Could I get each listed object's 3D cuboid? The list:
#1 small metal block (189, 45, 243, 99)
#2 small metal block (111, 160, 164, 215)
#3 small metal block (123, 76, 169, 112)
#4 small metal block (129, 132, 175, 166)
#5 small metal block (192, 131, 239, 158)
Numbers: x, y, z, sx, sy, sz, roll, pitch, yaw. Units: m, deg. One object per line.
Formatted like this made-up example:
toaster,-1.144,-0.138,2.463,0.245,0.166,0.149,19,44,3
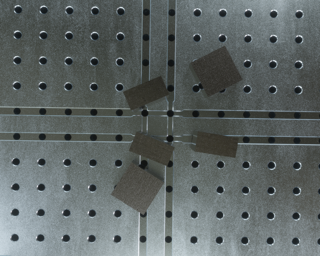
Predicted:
small metal block,0.073,-0.074,0.414,0.050,0.025,0.050,-27,90,0
small metal block,-0.029,0.078,0.413,0.050,0.025,0.050,32,90,0
small metal block,-0.017,-0.042,0.401,0.050,0.050,0.025,-23,90,0
small metal block,-0.010,0.025,0.401,0.050,0.050,0.025,22,90,0
small metal block,0.069,0.020,0.401,0.050,0.050,0.025,9,90,0
